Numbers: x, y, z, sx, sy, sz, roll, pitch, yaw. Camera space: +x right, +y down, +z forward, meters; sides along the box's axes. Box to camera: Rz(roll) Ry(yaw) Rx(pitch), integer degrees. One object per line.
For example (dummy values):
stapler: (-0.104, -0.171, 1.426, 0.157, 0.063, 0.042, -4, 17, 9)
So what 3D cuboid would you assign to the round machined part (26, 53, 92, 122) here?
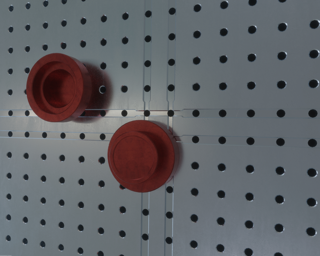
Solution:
round machined part: (-0.142, -0.057, 0.454, 0.098, 0.042, 0.097, 0, 90, 20)

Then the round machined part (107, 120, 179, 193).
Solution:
round machined part: (-0.028, 0.038, 0.414, 0.098, 0.042, 0.097, 0, 90, 20)
